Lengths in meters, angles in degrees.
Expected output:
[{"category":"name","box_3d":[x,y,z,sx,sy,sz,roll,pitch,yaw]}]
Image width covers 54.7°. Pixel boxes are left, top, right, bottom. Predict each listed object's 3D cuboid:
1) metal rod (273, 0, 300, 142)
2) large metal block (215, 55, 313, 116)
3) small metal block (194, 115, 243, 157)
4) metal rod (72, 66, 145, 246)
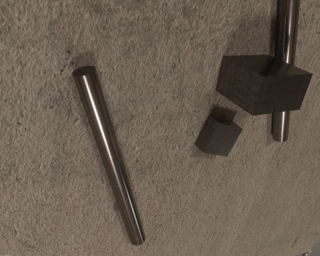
[{"category":"metal rod","box_3d":[0.181,-0.102,0.445,0.025,0.025,0.298,-23,127,-15]},{"category":"large metal block","box_3d":[0.134,-0.060,0.409,0.081,0.080,0.050,-7,122,-25]},{"category":"small metal block","box_3d":[0.088,0.013,0.465,0.050,0.025,0.050,12,112,-34]},{"category":"metal rod","box_3d":[-0.058,0.059,0.412,0.025,0.025,0.298,-22,127,-16]}]
